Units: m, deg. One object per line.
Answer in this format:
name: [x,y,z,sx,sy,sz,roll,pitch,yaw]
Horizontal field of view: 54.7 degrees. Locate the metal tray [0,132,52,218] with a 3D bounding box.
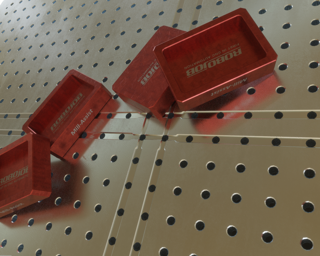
metal tray: [-0.214,0.072,0.448,0.130,0.030,0.090,-25,61,24]

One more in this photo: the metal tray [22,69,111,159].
metal tray: [-0.150,-0.026,0.497,0.090,0.030,0.130,29,77,37]

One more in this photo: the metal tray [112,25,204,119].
metal tray: [0.002,-0.086,0.456,0.090,0.030,0.130,29,78,37]

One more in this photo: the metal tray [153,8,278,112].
metal tray: [0.068,-0.088,0.396,0.131,0.030,0.090,-24,67,2]
